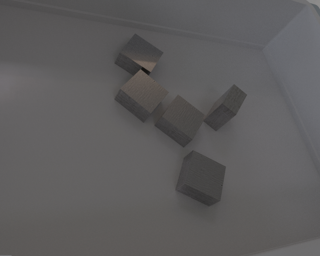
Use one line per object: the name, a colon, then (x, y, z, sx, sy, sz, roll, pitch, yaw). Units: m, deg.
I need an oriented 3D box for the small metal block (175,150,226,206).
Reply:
small metal block: (0.053, 0.064, 0.395, 0.050, 0.025, 0.050, 27, 52, -11)

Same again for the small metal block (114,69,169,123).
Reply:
small metal block: (-0.024, -0.044, 0.419, 0.050, 0.025, 0.050, 39, 51, -2)

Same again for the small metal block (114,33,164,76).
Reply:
small metal block: (-0.030, -0.102, 0.452, 0.050, 0.025, 0.050, 33, 51, -7)

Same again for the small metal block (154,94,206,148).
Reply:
small metal block: (0.029, -0.010, 0.427, 0.050, 0.025, 0.050, 37, 51, -3)

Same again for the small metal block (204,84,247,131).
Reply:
small metal block: (0.096, -0.030, 0.459, 0.025, 0.050, 0.050, 39, 51, -2)
